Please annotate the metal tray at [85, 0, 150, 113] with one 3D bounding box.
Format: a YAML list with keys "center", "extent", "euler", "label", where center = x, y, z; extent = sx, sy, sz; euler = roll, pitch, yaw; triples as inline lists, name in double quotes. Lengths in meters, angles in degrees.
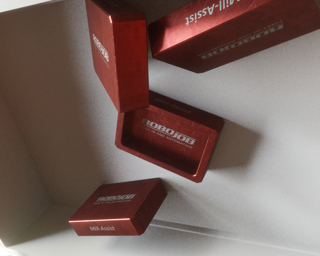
- center: [-0.047, -0.084, 0.324]
  extent: [0.030, 0.130, 0.089]
  euler: [-12, 123, -17]
  label: "metal tray"

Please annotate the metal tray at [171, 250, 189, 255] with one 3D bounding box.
- center: [0.061, 0.283, 0.549]
  extent: [0.130, 0.030, 0.089]
  euler: [35, 129, 4]
  label: "metal tray"

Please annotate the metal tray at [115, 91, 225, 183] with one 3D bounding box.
- center: [0.008, 0.008, 0.404]
  extent: [0.130, 0.030, 0.089]
  euler: [22, 127, 14]
  label: "metal tray"

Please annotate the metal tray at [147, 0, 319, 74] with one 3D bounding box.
- center: [0.066, -0.090, 0.273]
  extent: [0.130, 0.091, 0.030]
  euler: [-16, 79, 34]
  label: "metal tray"

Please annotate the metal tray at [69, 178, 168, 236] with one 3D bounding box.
- center: [-0.063, 0.120, 0.472]
  extent: [0.130, 0.090, 0.030]
  euler: [-13, 112, 33]
  label: "metal tray"
